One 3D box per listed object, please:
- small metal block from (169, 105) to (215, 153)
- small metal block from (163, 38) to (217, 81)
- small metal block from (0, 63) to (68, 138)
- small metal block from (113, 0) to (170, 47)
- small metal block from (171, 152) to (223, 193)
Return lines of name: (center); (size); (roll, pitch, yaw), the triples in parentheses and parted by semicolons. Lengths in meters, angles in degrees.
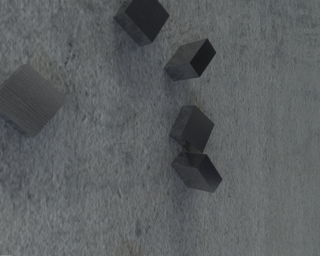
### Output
small metal block: (0.047, 0.002, 0.446); (0.050, 0.025, 0.050); (40, 66, -33)
small metal block: (0.041, -0.093, 0.425); (0.025, 0.050, 0.050); (50, 61, -29)
small metal block: (-0.128, -0.026, 0.298); (0.050, 0.025, 0.050); (48, 61, -30)
small metal block: (-0.022, -0.140, 0.388); (0.050, 0.025, 0.050); (43, 64, -32)
small metal block: (0.051, 0.061, 0.434); (0.025, 0.050, 0.050); (-50, 120, -29)
